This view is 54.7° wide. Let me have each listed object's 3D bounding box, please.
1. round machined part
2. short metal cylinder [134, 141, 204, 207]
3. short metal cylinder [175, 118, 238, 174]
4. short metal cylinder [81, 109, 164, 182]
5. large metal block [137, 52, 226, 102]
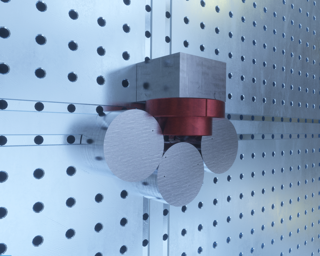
[{"bbox_3d":[0.031,-0.011,0.385,0.099,0.098,0.042,2,88,-40],"label":"round machined part"},{"bbox_3d":[0.012,0.057,0.403,0.081,0.050,0.079,0,90,-40],"label":"short metal cylinder"},{"bbox_3d":[0.069,0.024,0.451,0.081,0.050,0.079,0,90,-40],"label":"short metal cylinder"},{"bbox_3d":[-0.042,0.019,0.358,0.081,0.050,0.079,0,90,-40],"label":"short metal cylinder"},{"bbox_3d":[0.027,-0.058,0.395,0.081,0.080,0.050,1,90,-40],"label":"large metal block"}]
